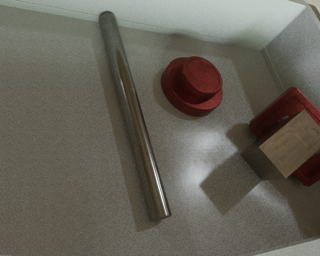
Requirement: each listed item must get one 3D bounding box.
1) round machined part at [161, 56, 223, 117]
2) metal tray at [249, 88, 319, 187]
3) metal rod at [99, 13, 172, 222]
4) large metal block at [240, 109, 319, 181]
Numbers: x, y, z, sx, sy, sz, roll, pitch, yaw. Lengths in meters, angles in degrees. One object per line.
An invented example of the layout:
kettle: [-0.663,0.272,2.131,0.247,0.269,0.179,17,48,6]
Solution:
round machined part: [0.055,-0.069,0.468,0.099,0.042,0.098,14,56,-21]
metal tray: [0.213,0.013,0.471,0.130,0.090,0.030,47,21,4]
metal rod: [-0.039,-0.031,0.404,0.025,0.025,0.299,-3,63,-30]
large metal block: [0.169,0.027,0.429,0.080,0.080,0.050,-37,82,-10]
